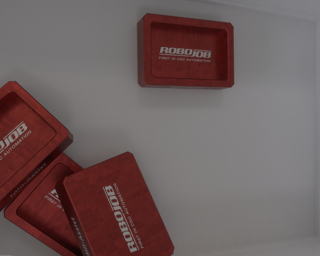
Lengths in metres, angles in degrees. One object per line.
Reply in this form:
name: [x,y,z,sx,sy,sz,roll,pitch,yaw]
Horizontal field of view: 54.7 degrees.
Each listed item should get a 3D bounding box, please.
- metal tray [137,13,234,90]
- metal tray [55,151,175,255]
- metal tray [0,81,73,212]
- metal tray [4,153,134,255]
metal tray: [0.037,-0.100,0.420,0.131,0.030,0.089,-1,90,-20]
metal tray: [-0.048,0.102,0.346,0.091,0.030,0.129,-21,85,-40]
metal tray: [-0.171,0.025,0.328,0.090,0.030,0.130,42,76,6]
metal tray: [-0.101,0.100,0.370,0.130,0.030,0.090,42,77,-15]
